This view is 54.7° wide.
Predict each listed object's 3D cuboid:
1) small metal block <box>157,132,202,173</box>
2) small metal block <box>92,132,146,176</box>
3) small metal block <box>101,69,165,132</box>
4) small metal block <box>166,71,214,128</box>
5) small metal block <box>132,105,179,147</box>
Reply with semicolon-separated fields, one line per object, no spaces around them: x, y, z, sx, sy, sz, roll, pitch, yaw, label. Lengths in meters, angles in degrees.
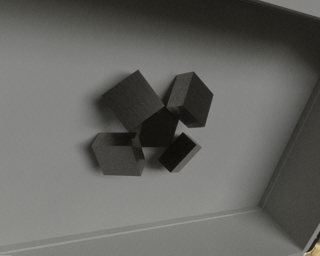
0.029;0.035;0.429;0.050;0.025;0.050;-48;163;5;small metal block
-0.050;0.033;0.384;0.050;0.025;0.050;-1;128;16;small metal block
-0.030;-0.030;0.355;0.050;0.025;0.050;-36;92;-3;small metal block
0.039;-0.034;0.390;0.050;0.025;0.050;40;58;-39;small metal block
-0.007;-0.003;0.400;0.050;0.025;0.050;1;118;-29;small metal block
